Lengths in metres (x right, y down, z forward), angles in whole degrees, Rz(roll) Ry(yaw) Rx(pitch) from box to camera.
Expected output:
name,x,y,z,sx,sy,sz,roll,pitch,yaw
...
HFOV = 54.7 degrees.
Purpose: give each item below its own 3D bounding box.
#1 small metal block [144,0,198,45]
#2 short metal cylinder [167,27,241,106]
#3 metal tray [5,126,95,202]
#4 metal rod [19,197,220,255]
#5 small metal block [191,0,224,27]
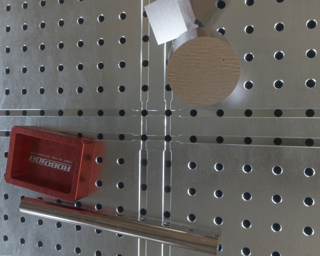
name,x,y,z,sx,sy,sz,roll,pitch,yaw
small metal block,0.014,-0.138,0.389,0.050,0.025,0.050,-7,112,43
short metal cylinder,0.049,-0.072,0.363,0.080,0.050,0.079,1,119,2
metal tray,-0.168,0.051,0.467,0.130,0.030,0.089,10,93,19
metal rod,-0.069,0.133,0.435,0.301,0.025,0.025,5,92,19
small metal block,0.049,-0.166,0.395,0.050,0.025,0.050,38,102,15
